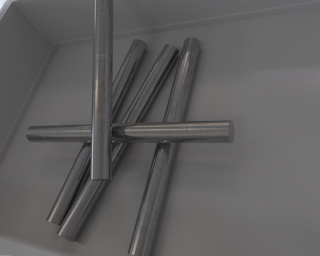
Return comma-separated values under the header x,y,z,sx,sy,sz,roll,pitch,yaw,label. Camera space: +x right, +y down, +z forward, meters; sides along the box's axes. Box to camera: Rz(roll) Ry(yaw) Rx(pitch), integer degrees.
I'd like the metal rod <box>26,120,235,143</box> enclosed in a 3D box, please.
x,y,z,sx,sy,sz,roll,pitch,yaw,label
-0.057,0.007,0.398,0.300,0.025,0.025,-1,61,27,metal rod

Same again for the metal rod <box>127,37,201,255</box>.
x,y,z,sx,sy,sz,roll,pitch,yaw,label
0.012,0.007,0.395,0.025,0.025,0.300,1,62,28,metal rod

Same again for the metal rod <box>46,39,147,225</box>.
x,y,z,sx,sy,sz,roll,pitch,yaw,label
-0.084,-0.007,0.453,0.025,0.025,0.300,8,66,32,metal rod

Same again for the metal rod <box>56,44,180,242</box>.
x,y,z,sx,sy,sz,roll,pitch,yaw,label
-0.050,0.008,0.426,0.025,0.025,0.300,17,70,34,metal rod

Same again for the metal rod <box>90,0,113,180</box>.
x,y,z,sx,sy,sz,roll,pitch,yaw,label
-0.073,-0.084,0.397,0.025,0.025,0.299,-8,75,24,metal rod
